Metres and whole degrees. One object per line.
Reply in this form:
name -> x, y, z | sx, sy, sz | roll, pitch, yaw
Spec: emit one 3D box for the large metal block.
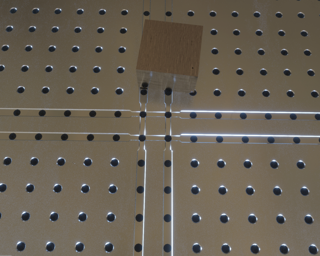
large metal block -> 0.014, -0.100, 0.435 | 0.080, 0.050, 0.080 | 7, 70, 2
